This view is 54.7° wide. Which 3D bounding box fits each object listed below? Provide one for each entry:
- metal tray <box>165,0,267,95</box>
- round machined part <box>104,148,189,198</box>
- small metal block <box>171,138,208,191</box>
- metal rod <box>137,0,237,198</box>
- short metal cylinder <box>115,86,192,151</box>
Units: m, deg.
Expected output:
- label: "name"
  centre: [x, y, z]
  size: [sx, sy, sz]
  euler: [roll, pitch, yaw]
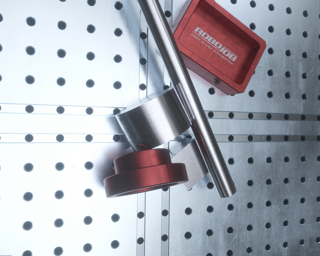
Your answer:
- label: "metal tray"
  centre: [0.080, -0.117, 0.440]
  size: [0.131, 0.030, 0.090]
  euler: [31, 80, -18]
- label: "round machined part"
  centre: [-0.018, 0.053, 0.371]
  size: [0.099, 0.098, 0.042]
  euler: [-7, 75, -20]
- label: "small metal block"
  centre: [0.038, 0.049, 0.428]
  size: [0.050, 0.025, 0.050]
  euler: [-40, 103, -16]
- label: "metal rod"
  centre: [0.033, -0.046, 0.397]
  size: [0.025, 0.025, 0.299]
  euler: [-27, 100, -18]
- label: "short metal cylinder"
  centre: [-0.008, -0.011, 0.382]
  size: [0.080, 0.080, 0.050]
  euler: [-29, 100, -18]
